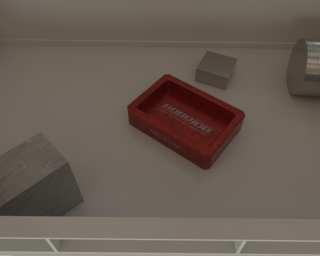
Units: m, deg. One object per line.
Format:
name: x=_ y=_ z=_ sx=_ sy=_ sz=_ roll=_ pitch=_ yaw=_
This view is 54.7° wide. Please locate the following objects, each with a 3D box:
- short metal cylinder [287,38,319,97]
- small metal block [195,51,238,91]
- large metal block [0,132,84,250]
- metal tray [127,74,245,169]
short metal cylinder: x=0.221 y=-0.086 z=0.444 sx=0.050 sy=0.080 sz=0.080 roll=5 pitch=50 yaw=4
small metal block: x=0.088 y=-0.090 z=0.482 sx=0.050 sy=0.025 sz=0.050 roll=19 pitch=53 yaw=15
large metal block: x=-0.133 y=0.064 z=0.314 sx=0.080 sy=0.080 sz=0.050 roll=-36 pitch=59 yaw=-26
metal tray: x=0.033 y=-0.014 z=0.413 sx=0.130 sy=0.030 sz=0.090 roll=31 pitch=56 yaw=23
